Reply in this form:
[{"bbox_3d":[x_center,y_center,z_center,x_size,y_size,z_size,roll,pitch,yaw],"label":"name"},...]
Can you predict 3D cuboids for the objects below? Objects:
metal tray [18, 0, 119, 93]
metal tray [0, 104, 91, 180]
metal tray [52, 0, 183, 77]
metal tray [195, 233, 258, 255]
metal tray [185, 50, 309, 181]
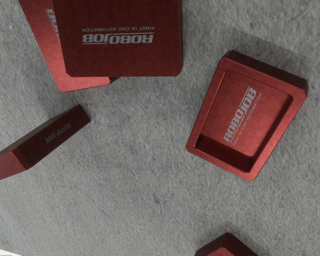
[{"bbox_3d":[-0.111,-0.114,0.390,0.090,0.030,0.129,-5,116,30],"label":"metal tray"},{"bbox_3d":[-0.170,0.018,0.437,0.090,0.131,0.030,-19,108,35],"label":"metal tray"},{"bbox_3d":[-0.042,-0.103,0.335,0.131,0.030,0.089,1,116,9],"label":"metal tray"},{"bbox_3d":[0.124,0.229,0.478,0.130,0.030,0.089,40,129,0],"label":"metal tray"},{"bbox_3d":[0.091,-0.010,0.348,0.090,0.030,0.129,26,127,11],"label":"metal tray"}]
